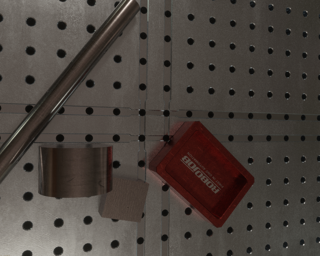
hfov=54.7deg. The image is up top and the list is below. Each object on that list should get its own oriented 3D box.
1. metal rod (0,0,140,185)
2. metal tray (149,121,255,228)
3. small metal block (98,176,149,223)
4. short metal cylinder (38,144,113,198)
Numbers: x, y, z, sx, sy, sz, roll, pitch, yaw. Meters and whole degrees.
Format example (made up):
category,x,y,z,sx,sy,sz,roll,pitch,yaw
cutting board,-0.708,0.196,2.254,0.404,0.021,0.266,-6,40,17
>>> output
category,x,y,z,sx,sy,sz,roll,pitch,yaw
metal rod,-0.120,-0.041,0.368,0.025,0.025,0.300,39,77,-16
metal tray,0.061,0.064,0.433,0.130,0.030,0.090,44,76,-15
small metal block,-0.046,0.090,0.397,0.050,0.025,0.050,15,85,-20
short metal cylinder,-0.094,0.045,0.349,0.081,0.080,0.050,0,90,-20
